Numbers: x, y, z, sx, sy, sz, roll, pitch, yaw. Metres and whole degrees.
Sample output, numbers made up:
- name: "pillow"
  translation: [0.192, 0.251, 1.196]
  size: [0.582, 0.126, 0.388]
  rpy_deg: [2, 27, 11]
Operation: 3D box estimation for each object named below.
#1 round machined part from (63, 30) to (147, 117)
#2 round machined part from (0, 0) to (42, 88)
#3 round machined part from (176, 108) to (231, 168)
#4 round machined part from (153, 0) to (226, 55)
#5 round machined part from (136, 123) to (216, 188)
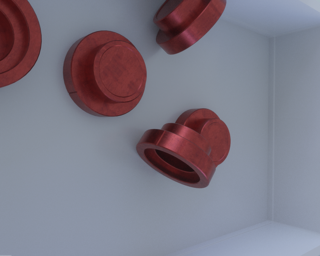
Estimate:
- name: "round machined part"
  translation: [-0.054, -0.061, 0.351]
  size: [0.099, 0.042, 0.097]
  rpy_deg: [0, 90, -40]
- name: "round machined part"
  translation: [-0.158, -0.080, 0.264]
  size: [0.099, 0.042, 0.097]
  rpy_deg: [0, 90, -40]
- name: "round machined part"
  translation: [0.066, 0.020, 0.454]
  size: [0.099, 0.042, 0.097]
  rpy_deg: [0, 90, -40]
- name: "round machined part"
  translation: [0.030, -0.142, 0.386]
  size: [0.042, 0.098, 0.098]
  rpy_deg: [41, 65, -27]
- name: "round machined part"
  translation: [0.023, 0.030, 0.381]
  size: [0.098, 0.098, 0.042]
  rpy_deg: [46, 63, -31]
